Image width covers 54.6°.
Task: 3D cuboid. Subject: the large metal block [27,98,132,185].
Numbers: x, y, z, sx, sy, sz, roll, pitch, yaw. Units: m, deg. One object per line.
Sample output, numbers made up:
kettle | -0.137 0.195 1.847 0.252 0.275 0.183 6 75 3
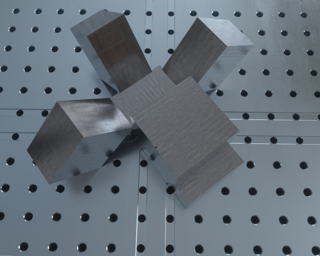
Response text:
large metal block | -0.092 0.012 0.362 0.050 0.080 0.080 50 119 16

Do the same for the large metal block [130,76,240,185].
large metal block | 0.025 0.004 0.343 0.080 0.050 0.080 -35 74 -13

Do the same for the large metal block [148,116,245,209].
large metal block | 0.041 0.040 0.383 0.080 0.050 0.080 -35 73 -13

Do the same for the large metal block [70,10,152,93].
large metal block | -0.064 -0.101 0.403 0.050 0.080 0.080 -36 35 -12

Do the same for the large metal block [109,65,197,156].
large metal block | -0.007 -0.021 0.406 0.080 0.050 0.080 -36 74 -12

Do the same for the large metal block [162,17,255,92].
large metal block | 0.063 -0.092 0.400 0.050 0.080 0.081 50 38 16
